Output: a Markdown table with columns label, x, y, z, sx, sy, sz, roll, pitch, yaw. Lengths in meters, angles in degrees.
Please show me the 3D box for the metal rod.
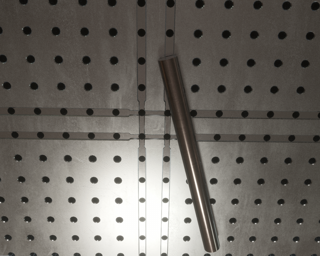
| label | x | y | z | sx | sy | sz | roll | pitch | yaw |
| --- | --- | --- | --- | --- | --- | --- | --- | --- | --- |
| metal rod | 0.045 | 0.049 | 0.432 | 0.025 | 0.025 | 0.298 | -13 | 110 | 4 |
